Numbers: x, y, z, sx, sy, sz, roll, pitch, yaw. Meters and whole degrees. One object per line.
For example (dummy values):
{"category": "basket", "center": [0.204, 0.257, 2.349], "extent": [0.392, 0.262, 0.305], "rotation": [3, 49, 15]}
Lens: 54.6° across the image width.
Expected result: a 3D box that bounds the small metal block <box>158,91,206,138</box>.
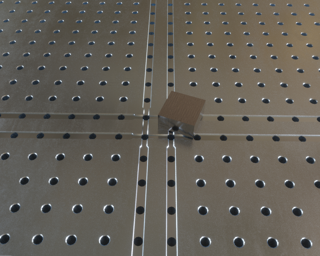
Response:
{"category": "small metal block", "center": [0.030, -0.020, 0.425], "extent": [0.050, 0.025, 0.050], "rotation": [17, 52, 14]}
